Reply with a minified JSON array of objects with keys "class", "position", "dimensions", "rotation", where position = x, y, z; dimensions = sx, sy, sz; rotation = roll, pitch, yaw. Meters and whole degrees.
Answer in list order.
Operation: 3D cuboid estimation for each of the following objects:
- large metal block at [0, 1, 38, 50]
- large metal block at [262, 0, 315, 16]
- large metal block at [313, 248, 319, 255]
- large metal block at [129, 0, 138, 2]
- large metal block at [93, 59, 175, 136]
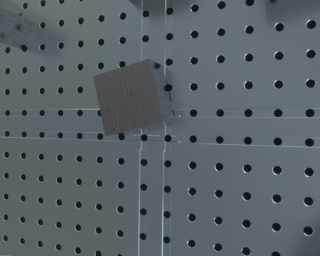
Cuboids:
[{"class":"large metal block","position":[-0.253,-0.171,0.470],"dimensions":[0.080,0.080,0.050],"rotation":[39,102,15]},{"class":"large metal block","position":[0.151,-0.185,0.346],"dimensions":[0.080,0.050,0.080],"rotation":[-13,86,19]},{"class":"large metal block","position":[0.186,0.162,0.318],"dimensions":[0.050,0.080,0.080],"rotation":[33,101,16]},{"class":"large metal block","position":[-0.022,-0.210,0.390],"dimensions":[0.080,0.080,0.050],"rotation":[-11,87,19]},{"class":"large metal block","position":[-0.033,-0.037,0.410],"dimensions":[0.080,0.050,0.080],"rotation":[-13,86,19]}]
